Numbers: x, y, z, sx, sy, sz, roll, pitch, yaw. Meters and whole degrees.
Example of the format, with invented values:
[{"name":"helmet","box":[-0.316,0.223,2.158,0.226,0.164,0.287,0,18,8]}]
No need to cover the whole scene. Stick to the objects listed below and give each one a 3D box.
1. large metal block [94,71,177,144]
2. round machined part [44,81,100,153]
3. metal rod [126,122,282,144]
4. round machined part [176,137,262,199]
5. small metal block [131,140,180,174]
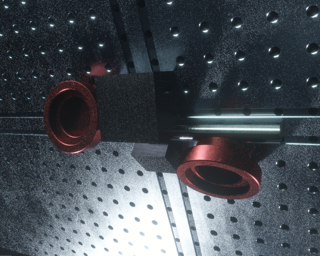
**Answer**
[{"name":"large metal block","box":[-0.028,-0.026,0.379,0.080,0.050,0.079,1,101,27]},{"name":"round machined part","box":[-0.112,-0.015,0.433,0.098,0.042,0.097,1,93,28]},{"name":"metal rod","box":[0.002,0.004,0.414,0.300,0.025,0.025,1,119,27]},{"name":"round machined part","box":[0.072,0.046,0.375,0.098,0.042,0.098,14,148,9]},{"name":"small metal block","box":[-0.003,0.039,0.425,0.050,0.025,0.050,1,148,28]}]
